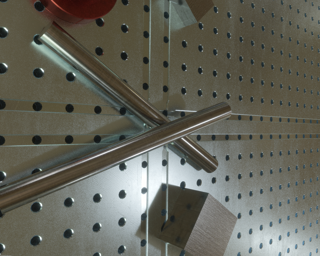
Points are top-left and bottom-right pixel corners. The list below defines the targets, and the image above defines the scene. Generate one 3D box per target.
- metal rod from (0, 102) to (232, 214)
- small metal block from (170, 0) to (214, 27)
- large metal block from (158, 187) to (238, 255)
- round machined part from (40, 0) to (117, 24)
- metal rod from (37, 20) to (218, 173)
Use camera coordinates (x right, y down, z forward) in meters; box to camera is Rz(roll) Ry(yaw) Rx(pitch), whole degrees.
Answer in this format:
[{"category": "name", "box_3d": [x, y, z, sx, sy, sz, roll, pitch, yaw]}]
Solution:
[{"category": "metal rod", "box_3d": [-0.029, 0.021, 0.363, 0.302, 0.025, 0.025, -21, 104, -31]}, {"category": "small metal block", "box_3d": [0.046, -0.185, 0.450, 0.050, 0.025, 0.050, -51, 120, -28]}, {"category": "large metal block", "box_3d": [0.057, 0.143, 0.443, 0.080, 0.050, 0.080, 43, 64, -32]}, {"category": "round machined part", "box_3d": [-0.084, -0.165, 0.328, 0.099, 0.042, 0.097, 0, 90, -40]}, {"category": "metal rod", "box_3d": [-0.018, -0.020, 0.395, 0.301, 0.025, 0.025, 39, 66, -33]}]
